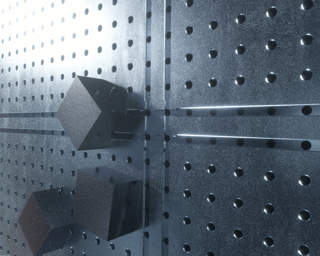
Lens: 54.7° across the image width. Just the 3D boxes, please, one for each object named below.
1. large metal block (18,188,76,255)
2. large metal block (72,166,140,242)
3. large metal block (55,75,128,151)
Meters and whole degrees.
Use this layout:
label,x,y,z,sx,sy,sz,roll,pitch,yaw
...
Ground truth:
label,x,y,z,sx,sy,sz,roll,pitch,yaw
large metal block,-0.204,0.168,0.558,0.080,0.050,0.080,49,119,28
large metal block,-0.080,0.107,0.457,0.080,0.050,0.079,13,98,39
large metal block,-0.108,-0.022,0.479,0.080,0.050,0.080,52,120,27
